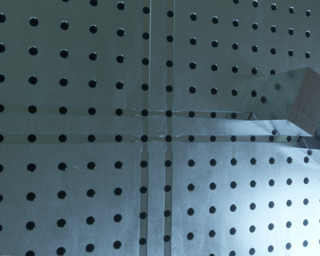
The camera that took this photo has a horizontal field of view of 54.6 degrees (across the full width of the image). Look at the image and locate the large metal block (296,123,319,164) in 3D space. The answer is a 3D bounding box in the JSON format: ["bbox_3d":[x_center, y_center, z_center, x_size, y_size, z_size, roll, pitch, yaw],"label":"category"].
[{"bbox_3d":[0.284,0.018,0.503,0.080,0.050,0.080,32,80,-17],"label":"large metal block"}]

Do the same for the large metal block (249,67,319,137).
[{"bbox_3d":[0.188,-0.036,0.452,0.050,0.080,0.080,28,81,-18],"label":"large metal block"}]
